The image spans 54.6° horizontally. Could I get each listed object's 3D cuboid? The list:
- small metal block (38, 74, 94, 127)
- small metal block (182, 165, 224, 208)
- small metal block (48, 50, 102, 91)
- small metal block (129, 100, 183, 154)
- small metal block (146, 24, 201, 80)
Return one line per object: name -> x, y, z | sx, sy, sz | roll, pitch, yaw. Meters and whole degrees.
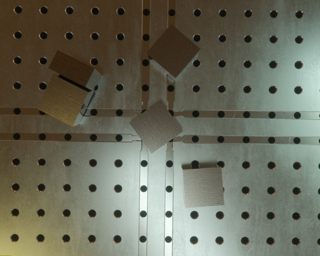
small metal block -> -0.123, -0.037, 0.409 | 0.050, 0.025, 0.050 | 27, 100, 0
small metal block -> 0.056, 0.077, 0.414 | 0.050, 0.025, 0.050 | -4, 90, 0
small metal block -> -0.107, -0.072, 0.400 | 0.050, 0.050, 0.025 | 27, 90, 0
small metal block -> -0.005, -0.001, 0.413 | 0.050, 0.025, 0.050 | -36, 90, 0
small metal block -> 0.017, -0.100, 0.413 | 0.050, 0.025, 0.050 | 41, 90, 0
